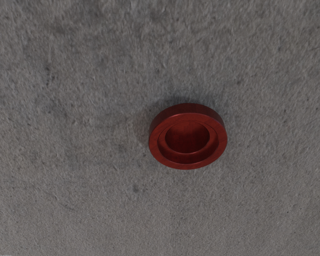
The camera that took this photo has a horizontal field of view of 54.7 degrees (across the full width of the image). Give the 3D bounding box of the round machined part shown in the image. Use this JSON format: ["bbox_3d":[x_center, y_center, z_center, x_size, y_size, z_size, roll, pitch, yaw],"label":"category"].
[{"bbox_3d":[0.035,0.006,0.402,0.099,0.042,0.097,-1,130,0],"label":"round machined part"}]
